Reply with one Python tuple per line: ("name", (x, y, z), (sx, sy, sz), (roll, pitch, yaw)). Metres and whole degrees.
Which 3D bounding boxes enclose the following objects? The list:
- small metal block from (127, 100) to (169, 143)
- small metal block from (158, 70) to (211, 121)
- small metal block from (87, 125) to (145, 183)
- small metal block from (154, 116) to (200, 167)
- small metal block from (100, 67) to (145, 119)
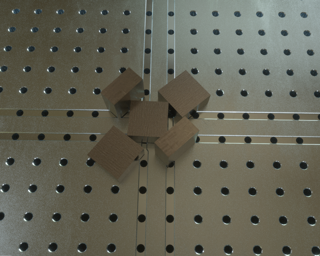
("small metal block", (-0.015, -0.008, 0.414), (0.050, 0.025, 0.050), (3, 69, 2))
("small metal block", (0.033, -0.043, 0.428), (0.050, 0.025, 0.050), (-38, 75, -12))
("small metal block", (-0.056, 0.034, 0.399), (0.050, 0.025, 0.050), (36, 73, 12))
("small metal block", (0.020, 0.018, 0.392), (0.050, 0.050, 0.025), (-40, 75, -13))
("small metal block", (-0.048, -0.045, 0.414), (0.025, 0.050, 0.050), (42, 76, 13))
